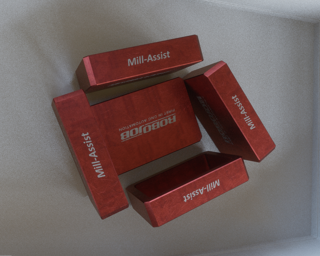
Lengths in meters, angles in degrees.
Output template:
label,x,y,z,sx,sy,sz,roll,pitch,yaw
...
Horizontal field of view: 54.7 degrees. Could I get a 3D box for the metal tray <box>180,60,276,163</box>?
label,x,y,z,sx,sy,sz,roll,pitch,yaw
metal tray,0.083,-0.019,0.407,0.030,0.090,0.130,-38,103,-15

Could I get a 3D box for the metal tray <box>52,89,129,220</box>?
label,x,y,z,sx,sy,sz,roll,pitch,yaw
metal tray,-0.081,0.027,0.344,0.030,0.090,0.129,-23,98,-19

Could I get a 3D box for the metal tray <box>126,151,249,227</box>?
label,x,y,z,sx,sy,sz,roll,pitch,yaw
metal tray,0.031,0.069,0.387,0.131,0.090,0.030,-22,98,-19

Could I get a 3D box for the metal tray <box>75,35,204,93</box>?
label,x,y,z,sx,sy,sz,roll,pitch,yaw
metal tray,-0.027,-0.073,0.364,0.131,0.090,0.030,-17,96,-20

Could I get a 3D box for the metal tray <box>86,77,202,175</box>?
label,x,y,z,sx,sy,sz,roll,pitch,yaw
metal tray,-0.019,-0.004,0.399,0.131,0.030,0.090,-21,97,-19
